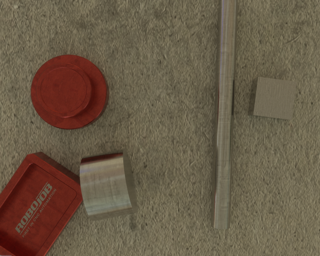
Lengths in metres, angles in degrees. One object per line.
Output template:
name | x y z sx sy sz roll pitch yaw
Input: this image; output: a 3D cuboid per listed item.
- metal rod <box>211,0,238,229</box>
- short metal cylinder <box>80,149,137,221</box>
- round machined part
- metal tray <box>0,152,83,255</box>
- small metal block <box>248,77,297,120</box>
metal rod | 0.085 -0.019 0.410 0.025 0.025 0.298 2 90 0
short metal cylinder | -0.061 0.069 0.382 0.050 0.080 0.080 -11 90 0
round machined part | -0.118 -0.047 0.400 0.099 0.042 0.097 0 90 0
metal tray | -0.164 0.108 0.406 0.090 0.030 0.130 34 90 0
small metal block | 0.148 -0.038 0.411 0.050 0.025 0.050 7 90 0
